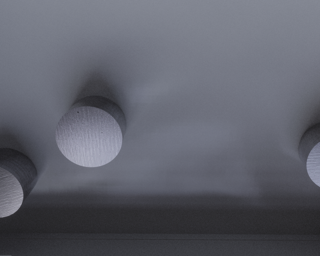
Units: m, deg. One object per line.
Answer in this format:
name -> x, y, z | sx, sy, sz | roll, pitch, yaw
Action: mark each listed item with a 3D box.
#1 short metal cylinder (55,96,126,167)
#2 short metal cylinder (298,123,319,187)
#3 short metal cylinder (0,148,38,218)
short metal cylinder -> -0.086, 0.003, 0.398 | 0.081, 0.050, 0.079 | 0, 110, -1
short metal cylinder -> 0.230, 0.036, 0.406 | 0.080, 0.050, 0.079 | 4, 110, 11
short metal cylinder -> -0.217, 0.074, 0.422 | 0.081, 0.050, 0.079 | 0, 110, -1
